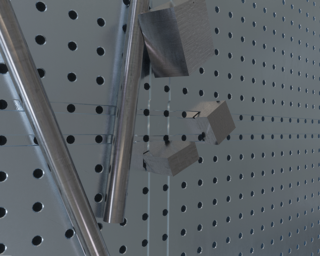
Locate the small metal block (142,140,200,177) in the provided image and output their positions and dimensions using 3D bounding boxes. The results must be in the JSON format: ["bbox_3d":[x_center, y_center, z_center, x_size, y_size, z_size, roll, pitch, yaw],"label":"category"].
[{"bbox_3d":[0.014,0.038,0.405,0.050,0.050,0.025,-27,107,-37],"label":"small metal block"}]

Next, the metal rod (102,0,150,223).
[{"bbox_3d":[-0.039,-0.039,0.376,0.025,0.025,0.298,11,83,-40],"label":"metal rod"}]

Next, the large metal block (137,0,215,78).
[{"bbox_3d":[0.025,-0.118,0.395,0.080,0.050,0.080,-44,127,-45],"label":"large metal block"}]

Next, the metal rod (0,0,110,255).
[{"bbox_3d":[-0.108,0.023,0.318,0.025,0.025,0.298,-28,108,-37],"label":"metal rod"}]

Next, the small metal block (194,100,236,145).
[{"bbox_3d":[0.087,-0.009,0.483,0.050,0.025,0.050,-39,114,-33],"label":"small metal block"}]
